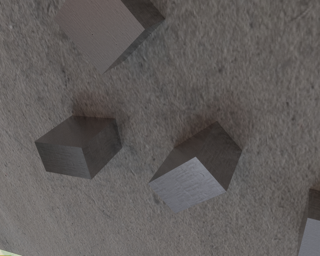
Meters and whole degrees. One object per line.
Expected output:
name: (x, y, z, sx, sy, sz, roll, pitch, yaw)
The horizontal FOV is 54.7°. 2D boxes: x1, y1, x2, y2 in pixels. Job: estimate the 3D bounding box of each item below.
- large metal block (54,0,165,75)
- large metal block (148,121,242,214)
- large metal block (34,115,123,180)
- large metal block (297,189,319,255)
large metal block: (-0.056, -0.121, 0.344, 0.080, 0.050, 0.080, 49, 128, -7)
large metal block: (0.044, 0.047, 0.376, 0.050, 0.080, 0.080, 49, 128, -7)
large metal block: (-0.113, 0.024, 0.444, 0.080, 0.080, 0.050, 5, 121, 25)
large metal block: (0.209, 0.126, 0.358, 0.080, 0.050, 0.079, 10, 123, 22)
